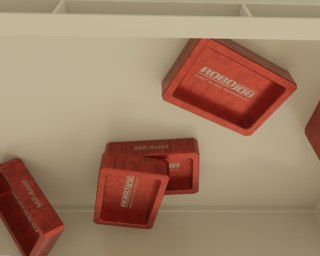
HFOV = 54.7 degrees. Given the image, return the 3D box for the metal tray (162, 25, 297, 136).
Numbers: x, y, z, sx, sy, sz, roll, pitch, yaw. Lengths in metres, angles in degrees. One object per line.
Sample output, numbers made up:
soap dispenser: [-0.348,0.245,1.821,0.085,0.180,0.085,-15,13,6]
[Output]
metal tray: [0.079,-0.050,0.364,0.131,0.030,0.089,22,127,-19]

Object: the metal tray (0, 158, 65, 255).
metal tray: [-0.198,0.120,0.450,0.130,0.030,0.089,49,126,18]

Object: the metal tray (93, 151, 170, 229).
metal tray: [-0.044,0.094,0.445,0.091,0.030,0.129,9,130,-8]

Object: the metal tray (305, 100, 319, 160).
metal tray: [0.220,0.014,0.356,0.030,0.130,0.089,4,130,-4]

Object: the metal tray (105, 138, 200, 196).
metal tray: [-0.009,0.061,0.457,0.131,0.030,0.089,-3,130,2]
